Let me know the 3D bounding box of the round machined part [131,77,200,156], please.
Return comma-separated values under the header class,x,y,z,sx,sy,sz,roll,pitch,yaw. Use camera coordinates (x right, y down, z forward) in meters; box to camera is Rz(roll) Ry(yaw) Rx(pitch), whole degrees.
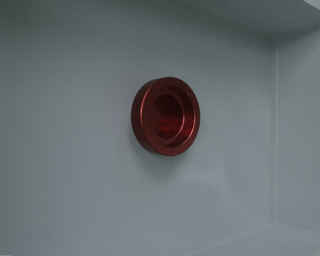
class,x,y,z,sx,sy,sz,roll,pitch,yaw
round machined part,0.003,-0.014,0.397,0.099,0.042,0.097,0,90,-40
